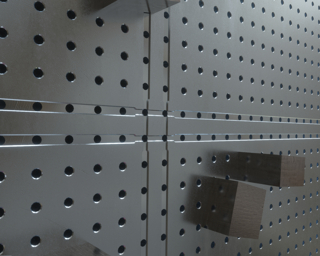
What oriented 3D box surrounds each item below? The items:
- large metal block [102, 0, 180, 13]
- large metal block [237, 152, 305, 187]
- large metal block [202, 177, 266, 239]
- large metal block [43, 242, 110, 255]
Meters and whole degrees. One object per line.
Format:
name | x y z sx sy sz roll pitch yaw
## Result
large metal block | -0.026 -0.189 0.372 0.081 0.050 0.079 -12 98 -40
large metal block | 0.193 0.071 0.539 0.081 0.080 0.050 8 85 -40
large metal block | 0.121 0.129 0.498 0.080 0.050 0.080 22 76 -38
large metal block | -0.087 0.158 0.302 0.081 0.080 0.050 -2 91 -40
